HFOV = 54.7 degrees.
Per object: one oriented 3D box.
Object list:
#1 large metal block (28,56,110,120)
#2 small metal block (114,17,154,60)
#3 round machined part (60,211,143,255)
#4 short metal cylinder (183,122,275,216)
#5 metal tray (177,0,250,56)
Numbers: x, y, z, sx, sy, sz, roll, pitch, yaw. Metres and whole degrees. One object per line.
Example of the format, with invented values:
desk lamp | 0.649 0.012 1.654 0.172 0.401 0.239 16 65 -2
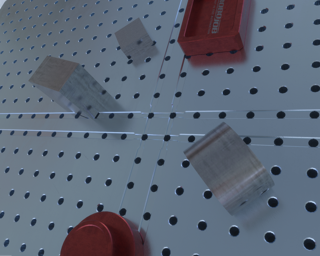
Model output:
large metal block | -0.141 -0.063 0.485 0.080 0.080 0.050 19 72 35
small metal block | -0.044 -0.152 0.525 0.050 0.025 0.050 -30 52 9
round machined part | -0.072 0.142 0.348 0.098 0.042 0.098 -13 56 21
short metal cylinder | 0.068 0.040 0.313 0.050 0.080 0.080 -38 51 3
metal tray | 0.084 -0.172 0.466 0.090 0.030 0.130 0 62 28
